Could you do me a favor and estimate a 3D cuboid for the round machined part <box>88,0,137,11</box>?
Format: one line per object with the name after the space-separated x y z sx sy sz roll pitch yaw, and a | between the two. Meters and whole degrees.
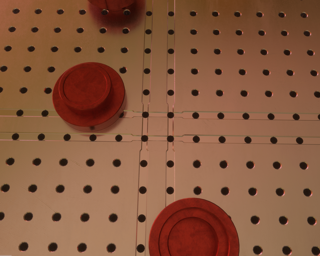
-0.073 -0.224 0.484 0.099 0.042 0.098 0 70 0 | round machined part

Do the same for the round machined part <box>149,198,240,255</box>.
0.037 0.132 0.355 0.099 0.042 0.098 0 70 0 | round machined part

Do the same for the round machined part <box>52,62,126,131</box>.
-0.097 -0.048 0.420 0.099 0.042 0.098 0 70 0 | round machined part
